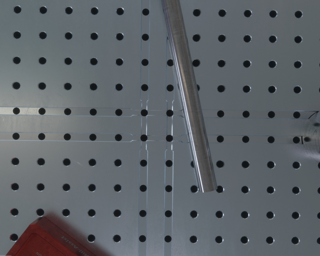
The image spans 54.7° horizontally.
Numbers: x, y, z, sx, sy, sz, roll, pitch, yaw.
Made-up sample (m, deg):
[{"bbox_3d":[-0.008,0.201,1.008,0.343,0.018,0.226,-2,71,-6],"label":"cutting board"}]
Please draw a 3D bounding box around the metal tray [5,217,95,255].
[{"bbox_3d":[-0.139,0.193,0.409,0.130,0.030,0.090,38,90,0],"label":"metal tray"}]

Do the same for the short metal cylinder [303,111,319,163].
[{"bbox_3d":[0.237,0.013,0.402,0.081,0.050,0.080,0,90,0],"label":"short metal cylinder"}]

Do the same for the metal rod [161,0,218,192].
[{"bbox_3d":[0.035,-0.064,0.413,0.025,0.025,0.298,-11,90,0],"label":"metal rod"}]
